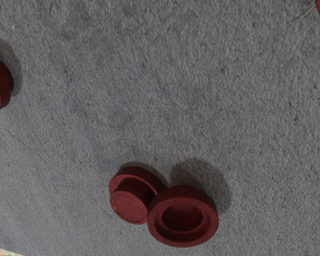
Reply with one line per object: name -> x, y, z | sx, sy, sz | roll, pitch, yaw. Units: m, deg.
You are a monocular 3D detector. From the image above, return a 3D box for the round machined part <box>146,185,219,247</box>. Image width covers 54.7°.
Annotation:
round machined part -> 0.032, 0.120, 0.439 | 0.099, 0.042, 0.097 | 1, 120, 2

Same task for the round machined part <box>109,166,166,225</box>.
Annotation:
round machined part -> -0.039, 0.112, 0.486 | 0.098, 0.042, 0.097 | 13, 124, 21

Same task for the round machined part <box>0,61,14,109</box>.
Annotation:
round machined part -> -0.276, -0.076, 0.495 | 0.098, 0.042, 0.097 | 13, 124, 21

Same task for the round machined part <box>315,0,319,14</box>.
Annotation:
round machined part -> 0.172, -0.113, 0.235 | 0.098, 0.042, 0.097 | 13, 124, 21
